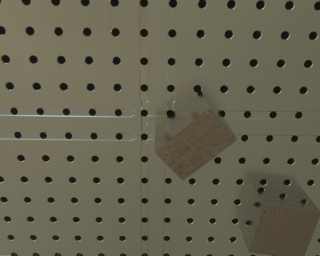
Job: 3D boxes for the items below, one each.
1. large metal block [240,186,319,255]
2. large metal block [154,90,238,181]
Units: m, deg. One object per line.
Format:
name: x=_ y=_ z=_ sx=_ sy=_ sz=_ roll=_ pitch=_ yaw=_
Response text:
large metal block: x=0.172 y=0.137 z=0.451 sx=0.080 sy=0.050 sz=0.079 roll=8 pitch=110 yaw=-3
large metal block: x=0.041 y=0.006 z=0.387 sx=0.080 sy=0.080 sz=0.050 roll=-40 pitch=105 yaw=13
